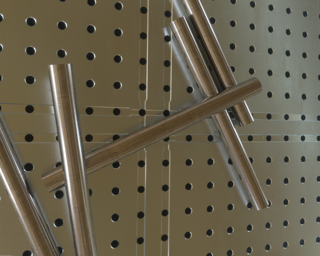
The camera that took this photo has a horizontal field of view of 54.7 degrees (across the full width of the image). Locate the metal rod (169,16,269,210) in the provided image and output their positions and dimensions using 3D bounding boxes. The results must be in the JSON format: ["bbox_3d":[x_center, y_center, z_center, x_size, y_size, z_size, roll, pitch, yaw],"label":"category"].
[{"bbox_3d":[0.088,-0.015,0.446,0.025,0.025,0.299,-29,100,-18],"label":"metal rod"}]

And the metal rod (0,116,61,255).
[{"bbox_3d":[-0.156,0.082,0.355,0.025,0.025,0.298,-23,98,-19],"label":"metal rod"}]

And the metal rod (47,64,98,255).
[{"bbox_3d":[-0.093,0.079,0.352,0.025,0.025,0.298,-9,103,-20],"label":"metal rod"}]

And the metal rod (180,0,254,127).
[{"bbox_3d":[0.061,-0.139,0.436,0.025,0.025,0.299,-30,100,-18],"label":"metal rod"}]

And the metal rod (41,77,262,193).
[{"bbox_3d":[0.000,0.003,0.396,0.302,0.025,0.025,-25,99,-12],"label":"metal rod"}]
